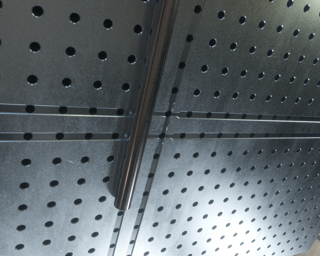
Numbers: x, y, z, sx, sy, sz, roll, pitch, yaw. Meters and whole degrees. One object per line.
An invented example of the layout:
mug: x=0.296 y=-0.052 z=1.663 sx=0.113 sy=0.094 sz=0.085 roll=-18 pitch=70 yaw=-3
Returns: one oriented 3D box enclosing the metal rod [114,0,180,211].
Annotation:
metal rod: x=-0.021 y=-0.019 z=0.389 sx=0.025 sy=0.025 sz=0.298 roll=0 pitch=119 yaw=-29
